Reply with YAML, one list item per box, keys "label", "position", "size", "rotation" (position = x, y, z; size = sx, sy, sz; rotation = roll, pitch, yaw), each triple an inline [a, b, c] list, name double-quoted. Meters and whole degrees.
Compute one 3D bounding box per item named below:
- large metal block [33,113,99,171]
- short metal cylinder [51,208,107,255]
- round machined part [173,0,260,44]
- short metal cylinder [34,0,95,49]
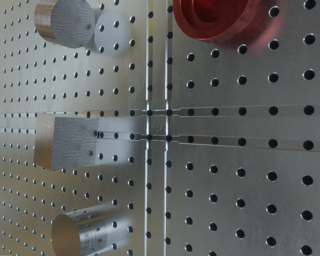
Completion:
- label: "large metal block"
  position: [-0.149, 0.019, 0.497]
  size: [0.050, 0.081, 0.079]
  rotation: [11, 97, 39]
- label: "short metal cylinder"
  position: [-0.132, 0.174, 0.502]
  size: [0.080, 0.050, 0.080]
  rotation: [0, 90, 40]
- label: "round machined part"
  position: [0.066, -0.143, 0.344]
  size: [0.098, 0.042, 0.097]
  rotation: [0, 90, 40]
- label: "short metal cylinder"
  position: [-0.153, -0.172, 0.500]
  size: [0.050, 0.081, 0.079]
  rotation: [22, 104, 38]
